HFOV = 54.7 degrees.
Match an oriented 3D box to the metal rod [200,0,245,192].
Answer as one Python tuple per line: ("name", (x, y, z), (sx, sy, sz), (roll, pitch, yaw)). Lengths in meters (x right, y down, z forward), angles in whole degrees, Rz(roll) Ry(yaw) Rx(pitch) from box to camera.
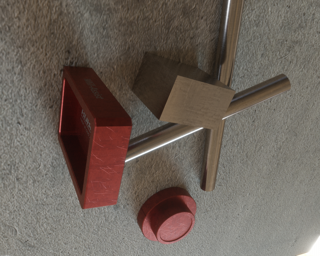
("metal rod", (0.082, -0.031, 0.434), (0.025, 0.025, 0.298), (-12, 124, -22))

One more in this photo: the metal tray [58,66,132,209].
("metal tray", (-0.071, 0.003, 0.303), (0.030, 0.130, 0.089), (-1, 119, -28))

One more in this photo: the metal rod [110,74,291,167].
("metal rod", (0.030, -0.001, 0.400), (0.302, 0.025, 0.025), (-24, 128, -6))

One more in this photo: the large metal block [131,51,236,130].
("large metal block", (0.025, -0.043, 0.359), (0.081, 0.080, 0.050), (9, 114, -33))

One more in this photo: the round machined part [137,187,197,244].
("round machined part", (0.017, 0.147, 0.498), (0.099, 0.042, 0.097), (-14, 125, -21))
